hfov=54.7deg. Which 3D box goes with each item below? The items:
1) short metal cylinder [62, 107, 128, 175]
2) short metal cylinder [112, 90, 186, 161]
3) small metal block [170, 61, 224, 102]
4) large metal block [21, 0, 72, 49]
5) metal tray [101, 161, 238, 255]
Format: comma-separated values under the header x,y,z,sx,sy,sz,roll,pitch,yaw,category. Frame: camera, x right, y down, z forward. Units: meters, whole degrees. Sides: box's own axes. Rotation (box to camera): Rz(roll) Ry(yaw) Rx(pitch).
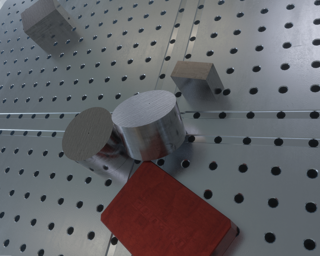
x,y,z,sx,sy,sz,roll,pitch,yaw,category
-0.086,0.018,0.426,0.080,0.050,0.080,-13,56,21,short metal cylinder
-0.013,-0.005,0.383,0.080,0.050,0.080,-13,33,9,short metal cylinder
0.049,-0.061,0.404,0.050,0.050,0.025,12,68,33,small metal block
-0.244,-0.230,0.662,0.080,0.050,0.080,-33,51,6,large metal block
0.005,0.104,0.339,0.130,0.030,0.090,32,79,38,metal tray
